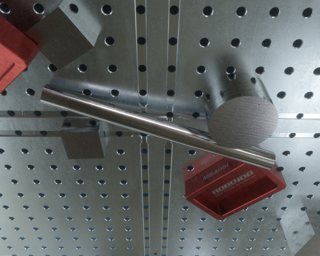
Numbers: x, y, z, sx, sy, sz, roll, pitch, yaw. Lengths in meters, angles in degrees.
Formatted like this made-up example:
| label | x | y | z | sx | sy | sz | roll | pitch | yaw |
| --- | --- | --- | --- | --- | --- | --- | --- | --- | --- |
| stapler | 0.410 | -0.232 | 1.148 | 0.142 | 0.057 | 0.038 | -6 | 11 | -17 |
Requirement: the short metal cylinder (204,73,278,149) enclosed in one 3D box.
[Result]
| label | x | y | z | sx | sy | sz | roll | pitch | yaw |
| --- | --- | --- | --- | --- | --- | --- | --- | --- | --- |
| short metal cylinder | 0.096 | -0.020 | 0.379 | 0.080 | 0.050 | 0.079 | 0 | 130 | 0 |

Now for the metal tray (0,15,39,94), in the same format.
| label | x | y | z | sx | sy | sz | roll | pitch | yaw |
| --- | --- | --- | --- | --- | --- | --- | --- | --- | --- |
| metal tray | -0.202 | -0.073 | 0.326 | 0.130 | 0.030 | 0.090 | -27 | 126 | 35 |

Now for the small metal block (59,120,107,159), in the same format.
| label | x | y | z | sx | sy | sz | roll | pitch | yaw |
| --- | --- | --- | --- | --- | --- | --- | --- | --- | --- |
| small metal block | -0.103 | 0.016 | 0.424 | 0.050 | 0.025 | 0.050 | -2 | 130 | 1 |

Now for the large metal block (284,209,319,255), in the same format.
| label | x | y | z | sx | sy | sz | roll | pitch | yaw |
| --- | --- | --- | --- | --- | --- | --- | --- | --- | --- |
| large metal block | 0.289 | 0.196 | 0.565 | 0.081 | 0.050 | 0.079 | 9 | 130 | -8 |

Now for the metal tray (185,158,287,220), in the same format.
| label | x | y | z | sx | sy | sz | roll | pitch | yaw |
| --- | --- | --- | --- | --- | --- | --- | --- | --- | --- |
| metal tray | 0.115 | 0.090 | 0.485 | 0.130 | 0.030 | 0.090 | -37 | 122 | 27 |

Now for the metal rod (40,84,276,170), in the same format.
| label | x | y | z | sx | sy | sz | roll | pitch | yaw |
| --- | --- | --- | --- | --- | --- | --- | --- | --- | --- |
| metal rod | 0.004 | 0.001 | 0.394 | 0.302 | 0.025 | 0.025 | 17 | 128 | -7 |

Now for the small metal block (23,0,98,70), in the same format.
| label | x | y | z | sx | sy | sz | roll | pitch | yaw |
| --- | --- | --- | --- | --- | --- | --- | --- | --- | --- |
| small metal block | -0.104 | -0.098 | 0.327 | 0.050 | 0.025 | 0.050 | -27 | 125 | 21 |
